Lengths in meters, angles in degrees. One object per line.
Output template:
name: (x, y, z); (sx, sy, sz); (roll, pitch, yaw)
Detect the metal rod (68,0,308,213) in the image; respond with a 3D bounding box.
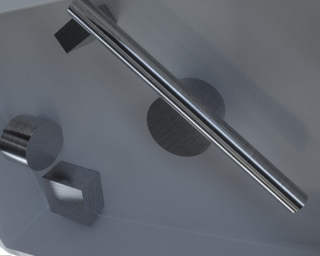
metal rod: (0.028, -0.024, 0.313); (0.300, 0.025, 0.025); (42, 129, -1)

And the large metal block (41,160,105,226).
large metal block: (-0.148, 0.112, 0.537); (0.080, 0.050, 0.079); (12, 124, 21)

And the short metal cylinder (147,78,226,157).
short metal cylinder: (0.032, -0.013, 0.367); (0.080, 0.050, 0.079); (13, 124, 20)

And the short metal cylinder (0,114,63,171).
short metal cylinder: (-0.201, 0.022, 0.490); (0.050, 0.080, 0.079); (16, 125, 19)

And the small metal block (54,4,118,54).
small metal block: (-0.087, -0.117, 0.364); (0.050, 0.050, 0.025); (-23, 106, 36)
